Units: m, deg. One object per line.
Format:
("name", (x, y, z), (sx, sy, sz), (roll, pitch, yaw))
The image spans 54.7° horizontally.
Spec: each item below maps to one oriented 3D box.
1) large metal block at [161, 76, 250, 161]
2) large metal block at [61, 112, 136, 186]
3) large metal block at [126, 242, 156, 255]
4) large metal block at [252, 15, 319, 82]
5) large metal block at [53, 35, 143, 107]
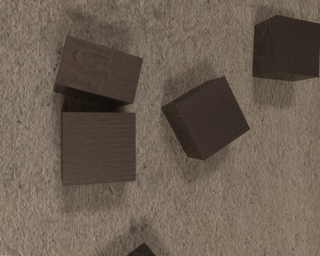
("large metal block", (0.061, -0.013, 0.420), (0.080, 0.050, 0.080), (-31, 101, -18))
("large metal block", (-0.075, 0.022, 0.369), (0.081, 0.050, 0.079), (0, 90, -21))
("large metal block", (-0.025, 0.208, 0.388), (0.080, 0.050, 0.080), (-33, 101, -17))
("large metal block", (0.190, -0.117, 0.468), (0.081, 0.050, 0.079), (2, 89, -20))
("large metal block", (-0.074, -0.059, 0.353), (0.081, 0.080, 0.050), (13, 86, -20))
